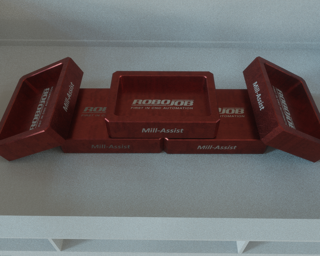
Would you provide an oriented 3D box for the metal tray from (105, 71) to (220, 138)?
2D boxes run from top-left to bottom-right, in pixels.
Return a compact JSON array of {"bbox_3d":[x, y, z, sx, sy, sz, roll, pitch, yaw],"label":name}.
[{"bbox_3d":[0.003,-0.031,0.387,0.131,0.030,0.090,0,49,0],"label":"metal tray"}]

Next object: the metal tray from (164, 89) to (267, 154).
[{"bbox_3d":[0.070,-0.011,0.410,0.131,0.030,0.090,0,50,0],"label":"metal tray"}]

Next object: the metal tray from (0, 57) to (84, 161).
[{"bbox_3d":[-0.154,-0.027,0.399,0.090,0.030,0.130,-16,47,19],"label":"metal tray"}]

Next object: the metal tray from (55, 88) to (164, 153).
[{"bbox_3d":[-0.061,-0.011,0.410,0.131,0.030,0.090,0,50,0],"label":"metal tray"}]

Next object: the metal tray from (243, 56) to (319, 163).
[{"bbox_3d":[0.161,-0.027,0.398,0.091,0.030,0.130,19,46,-21],"label":"metal tray"}]
